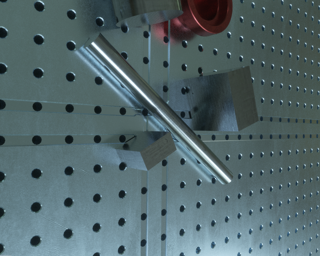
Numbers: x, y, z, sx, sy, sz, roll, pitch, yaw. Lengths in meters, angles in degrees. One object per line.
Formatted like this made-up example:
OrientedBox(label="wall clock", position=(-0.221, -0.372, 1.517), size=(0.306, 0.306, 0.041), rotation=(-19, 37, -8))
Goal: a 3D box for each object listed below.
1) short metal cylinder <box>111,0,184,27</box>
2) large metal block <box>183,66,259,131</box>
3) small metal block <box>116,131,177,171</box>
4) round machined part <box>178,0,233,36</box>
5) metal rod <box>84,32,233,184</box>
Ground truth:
OrientedBox(label="short metal cylinder", position=(-0.017, -0.152, 0.361), size=(0.081, 0.080, 0.050), rotation=(-19, 102, -39))
OrientedBox(label="large metal block", position=(0.088, -0.041, 0.450), size=(0.050, 0.080, 0.079), rotation=(-22, 104, -38))
OrientedBox(label="small metal block", position=(-0.017, 0.026, 0.381), size=(0.050, 0.050, 0.025), rotation=(-33, 111, -35))
OrientedBox(label="round machined part", position=(0.058, -0.182, 0.449), size=(0.099, 0.042, 0.097), rotation=(0, 90, -40))
OrientedBox(label="metal rod", position=(0.016, -0.009, 0.424), size=(0.300, 0.025, 0.025), rotation=(44, 63, -31))
